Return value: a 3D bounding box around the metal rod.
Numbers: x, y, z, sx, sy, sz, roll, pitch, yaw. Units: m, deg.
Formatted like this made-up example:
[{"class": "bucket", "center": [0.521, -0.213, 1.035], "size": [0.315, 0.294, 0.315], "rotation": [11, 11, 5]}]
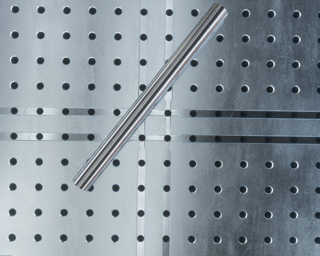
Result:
[{"class": "metal rod", "center": [-0.013, -0.041, 0.413], "size": [0.025, 0.025, 0.300], "rotation": [39, 90, -1]}]
